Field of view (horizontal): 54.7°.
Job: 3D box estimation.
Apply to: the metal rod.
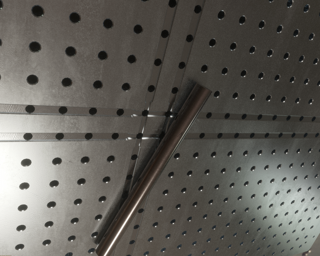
[{"bbox_3d":[-0.015,0.070,0.447,0.025,0.025,0.298,20,107,-36],"label":"metal rod"}]
